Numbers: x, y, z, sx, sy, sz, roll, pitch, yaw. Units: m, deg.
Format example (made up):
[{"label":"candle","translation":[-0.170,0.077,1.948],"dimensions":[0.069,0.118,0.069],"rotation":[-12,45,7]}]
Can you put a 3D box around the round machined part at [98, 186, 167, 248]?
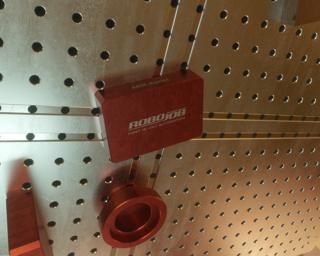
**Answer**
[{"label":"round machined part","translation":[-0.043,0.125,0.454],"dimensions":[0.099,0.042,0.097],"rotation":[-14,124,-21]}]

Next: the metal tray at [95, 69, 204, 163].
[{"label":"metal tray","translation":[-0.009,-0.016,0.393],"dimensions":[0.131,0.030,0.089],"rotation":[-17,125,-19]}]

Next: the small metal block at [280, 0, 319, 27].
[{"label":"small metal block","translation":[0.193,-0.167,0.413],"dimensions":[0.050,0.025,0.050],"rotation":[-17,125,-19]}]

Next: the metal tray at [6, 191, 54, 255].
[{"label":"metal tray","translation":[-0.153,0.155,0.381],"dimensions":[0.030,0.090,0.129],"rotation":[-15,125,-20]}]
